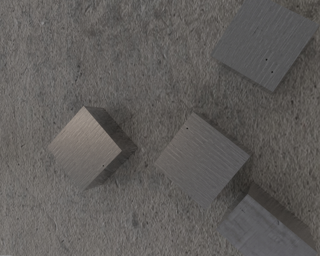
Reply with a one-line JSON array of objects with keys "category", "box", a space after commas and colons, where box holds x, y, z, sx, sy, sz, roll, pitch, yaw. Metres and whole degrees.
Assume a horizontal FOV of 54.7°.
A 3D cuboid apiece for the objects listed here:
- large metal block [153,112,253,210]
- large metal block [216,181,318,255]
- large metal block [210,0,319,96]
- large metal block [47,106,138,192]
[{"category": "large metal block", "box": [0.053, 0.037, 0.377, 0.080, 0.050, 0.080, 40, 102, 15]}, {"category": "large metal block", "box": [0.115, 0.109, 0.339, 0.080, 0.080, 0.050, 40, 103, 15]}, {"category": "large metal block", "box": [0.117, -0.093, 0.354, 0.080, 0.050, 0.080, 35, 101, 16]}, {"category": "large metal block", "box": [-0.092, 0.027, 0.428, 0.080, 0.050, 0.080, -46, 76, 14]}]
